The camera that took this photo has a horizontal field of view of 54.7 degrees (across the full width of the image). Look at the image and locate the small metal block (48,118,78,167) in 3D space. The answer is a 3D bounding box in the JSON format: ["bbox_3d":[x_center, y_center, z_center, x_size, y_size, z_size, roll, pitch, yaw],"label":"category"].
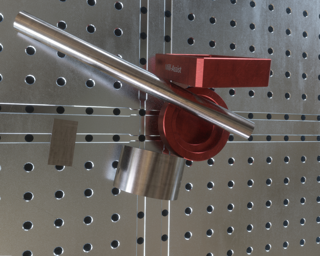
[{"bbox_3d":[-0.113,0.016,0.358,0.025,0.050,0.050,8,87,-20],"label":"small metal block"}]

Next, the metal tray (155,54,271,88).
[{"bbox_3d":[0.057,-0.073,0.377,0.091,0.130,0.030,-4,106,-20],"label":"metal tray"}]

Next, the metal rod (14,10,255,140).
[{"bbox_3d":[-0.025,-0.060,0.371,0.301,0.025,0.025,25,81,-6],"label":"metal rod"}]

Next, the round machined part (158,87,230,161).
[{"bbox_3d":[0.043,-0.006,0.421,0.099,0.042,0.097,0,90,-21],"label":"round machined part"}]

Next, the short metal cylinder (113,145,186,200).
[{"bbox_3d":[-0.012,0.053,0.380,0.081,0.080,0.050,14,85,-20],"label":"short metal cylinder"}]
